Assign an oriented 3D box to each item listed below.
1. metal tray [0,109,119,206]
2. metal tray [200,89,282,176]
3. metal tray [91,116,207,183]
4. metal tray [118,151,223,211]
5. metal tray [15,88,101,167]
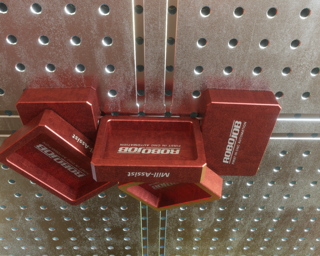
[{"bbox_3d":[-0.127,0.044,0.403,0.090,0.030,0.130,-31,125,23],"label":"metal tray"},{"bbox_3d":[0.097,0.011,0.418,0.091,0.030,0.129,2,130,-3],"label":"metal tray"},{"bbox_3d":[-0.013,0.024,0.388,0.131,0.090,0.030,1,130,-2],"label":"metal tray"},{"bbox_3d":[0.013,0.082,0.454,0.130,0.030,0.090,-24,129,40],"label":"metal tray"},{"bbox_3d":[-0.125,0.009,0.414,0.091,0.030,0.129,-1,131,0],"label":"metal tray"}]
